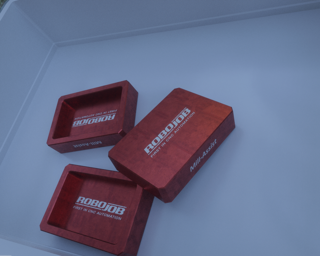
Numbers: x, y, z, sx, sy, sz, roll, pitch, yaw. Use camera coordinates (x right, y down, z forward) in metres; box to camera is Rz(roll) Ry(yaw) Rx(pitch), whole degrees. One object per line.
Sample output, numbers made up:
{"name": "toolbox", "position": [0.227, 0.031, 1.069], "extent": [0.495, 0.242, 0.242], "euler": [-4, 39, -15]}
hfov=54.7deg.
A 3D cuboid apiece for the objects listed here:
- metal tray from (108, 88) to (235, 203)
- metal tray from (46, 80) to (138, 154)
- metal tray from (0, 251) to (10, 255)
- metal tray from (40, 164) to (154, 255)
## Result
{"name": "metal tray", "position": [0.015, 0.013, 0.366], "extent": [0.090, 0.030, 0.130], "euler": [27, 61, 37]}
{"name": "metal tray", "position": [-0.101, -0.016, 0.464], "extent": [0.130, 0.030, 0.090], "euler": [-10, 57, 23]}
{"name": "metal tray", "position": [-0.204, 0.210, 0.383], "extent": [0.130, 0.030, 0.090], "euler": [7, 65, 31]}
{"name": "metal tray", "position": [-0.077, 0.098, 0.383], "extent": [0.130, 0.030, 0.090], "euler": [4, 63, 30]}
